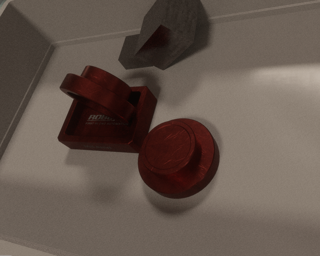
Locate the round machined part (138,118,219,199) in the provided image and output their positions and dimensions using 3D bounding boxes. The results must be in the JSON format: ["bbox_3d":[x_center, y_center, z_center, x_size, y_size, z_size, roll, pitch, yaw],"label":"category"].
[{"bbox_3d":[0.017,0.030,0.366,0.098,0.042,0.098,-13,56,20],"label":"round machined part"}]

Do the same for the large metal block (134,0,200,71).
[{"bbox_3d":[0.010,-0.144,0.448,0.080,0.050,0.080,-33,41,54],"label":"large metal block"}]

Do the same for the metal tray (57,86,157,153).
[{"bbox_3d":[-0.077,-0.013,0.448,0.130,0.030,0.090,1,62,28],"label":"metal tray"}]

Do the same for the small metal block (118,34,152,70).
[{"bbox_3d":[-0.034,-0.124,0.498,0.050,0.025,0.050,-1,61,27],"label":"small metal block"}]

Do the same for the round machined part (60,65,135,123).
[{"bbox_3d":[-0.076,-0.046,0.406,0.098,0.098,0.042,21,80,35],"label":"round machined part"}]
